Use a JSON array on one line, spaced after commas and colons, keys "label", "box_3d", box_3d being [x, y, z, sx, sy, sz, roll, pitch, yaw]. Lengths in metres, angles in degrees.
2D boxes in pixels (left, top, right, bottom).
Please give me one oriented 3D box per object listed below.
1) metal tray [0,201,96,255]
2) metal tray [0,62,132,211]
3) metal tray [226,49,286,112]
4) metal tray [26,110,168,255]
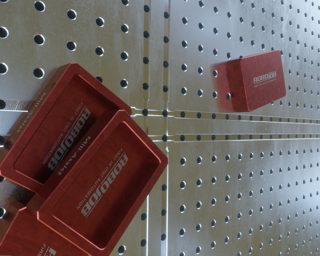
[{"label": "metal tray", "box_3d": [-0.130, 0.148, 0.298, 0.090, 0.030, 0.130, 37, 67, -34]}, {"label": "metal tray", "box_3d": [-0.096, 0.009, 0.326, 0.090, 0.030, 0.130, 41, 65, -33]}, {"label": "metal tray", "box_3d": [0.177, -0.087, 0.557, 0.131, 0.030, 0.089, -21, 103, -38]}, {"label": "metal tray", "box_3d": [-0.056, 0.056, 0.320, 0.090, 0.030, 0.130, 50, 60, -29]}]
